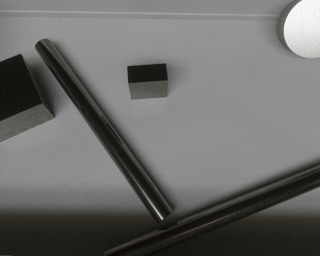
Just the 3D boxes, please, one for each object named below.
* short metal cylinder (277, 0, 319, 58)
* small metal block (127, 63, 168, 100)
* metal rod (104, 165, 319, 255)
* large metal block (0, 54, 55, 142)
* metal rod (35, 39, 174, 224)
[{"bbox_3d":[0.209,-0.141,0.429,0.080,0.050,0.079,3,111,8],"label":"short metal cylinder"},{"bbox_3d":[-0.016,-0.062,0.419,0.050,0.050,0.025,-5,70,-2],"label":"small metal block"},{"bbox_3d":[0.081,0.102,0.373,0.302,0.025,0.025,-19,71,-8],"label":"metal rod"},{"bbox_3d":[-0.199,-0.038,0.408,0.080,0.050,0.080,-26,72,-9],"label":"large metal block"},{"bbox_3d":[-0.082,-0.007,0.410,0.025,0.025,0.300,-34,74,-12],"label":"metal rod"}]
